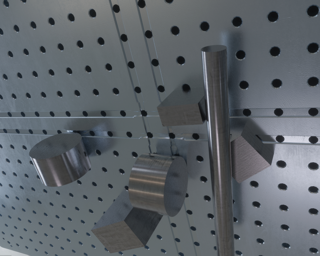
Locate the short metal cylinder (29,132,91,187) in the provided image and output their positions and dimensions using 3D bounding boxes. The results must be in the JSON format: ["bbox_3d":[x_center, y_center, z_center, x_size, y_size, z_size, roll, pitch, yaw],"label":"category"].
[{"bbox_3d":[-0.155,0.047,0.487,0.080,0.080,0.050,2,119,27],"label":"short metal cylinder"}]

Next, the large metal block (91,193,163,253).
[{"bbox_3d":[-0.047,0.144,0.490,0.080,0.080,0.050,-28,103,37],"label":"large metal block"}]

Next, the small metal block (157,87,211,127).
[{"bbox_3d":[0.032,-0.026,0.362,0.050,0.050,0.025,-3,117,30],"label":"small metal block"}]

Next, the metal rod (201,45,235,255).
[{"bbox_3d":[0.073,0.052,0.372,0.025,0.025,0.298,6,122,25],"label":"metal rod"}]

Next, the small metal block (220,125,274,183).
[{"bbox_3d":[0.100,0.033,0.379,0.050,0.025,0.050,45,129,-3],"label":"small metal block"}]

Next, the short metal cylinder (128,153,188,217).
[{"bbox_3d":[0.000,0.076,0.423,0.050,0.080,0.079,4,120,26],"label":"short metal cylinder"}]
